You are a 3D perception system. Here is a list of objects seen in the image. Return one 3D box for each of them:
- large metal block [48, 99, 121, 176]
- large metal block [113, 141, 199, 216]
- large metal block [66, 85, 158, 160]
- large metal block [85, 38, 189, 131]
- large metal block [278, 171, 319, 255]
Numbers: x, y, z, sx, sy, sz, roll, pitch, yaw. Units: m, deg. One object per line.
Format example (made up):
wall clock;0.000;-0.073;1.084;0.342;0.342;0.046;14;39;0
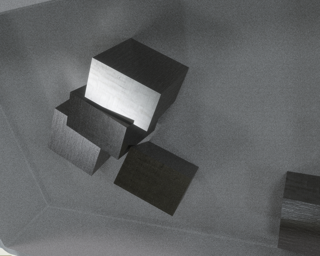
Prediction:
large metal block;-0.111;0.010;0.455;0.080;0.050;0.079;31;128;7
large metal block;-0.001;0.060;0.400;0.080;0.080;0.050;27;98;10
large metal block;-0.054;-0.019;0.383;0.080;0.080;0.050;32;129;16
large metal block;-0.025;-0.053;0.352;0.080;0.080;0.050;29;128;9
large metal block;0.185;0.103;0.359;0.080;0.050;0.079;7;122;24
